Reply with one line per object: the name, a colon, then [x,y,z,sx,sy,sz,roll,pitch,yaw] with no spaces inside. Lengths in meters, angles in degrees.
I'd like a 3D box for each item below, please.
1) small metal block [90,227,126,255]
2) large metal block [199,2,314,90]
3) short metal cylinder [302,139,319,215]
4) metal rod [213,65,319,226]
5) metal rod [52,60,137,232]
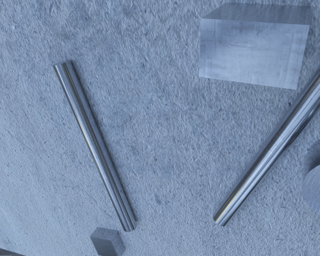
small metal block: [-0.100,0.222,0.597,0.050,0.025,0.050,-1,118,29]
large metal block: [0.087,-0.078,0.277,0.080,0.080,0.050,12,123,22]
short metal cylinder: [0.193,0.052,0.321,0.080,0.050,0.079,13,124,21]
metal rod: [0.131,0.020,0.349,0.025,0.025,0.298,29,128,9]
metal rod: [-0.093,0.042,0.481,0.025,0.025,0.298,-3,117,30]
